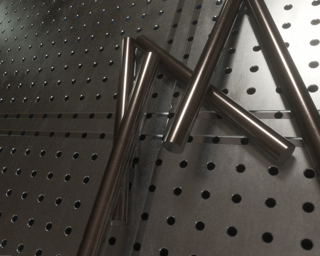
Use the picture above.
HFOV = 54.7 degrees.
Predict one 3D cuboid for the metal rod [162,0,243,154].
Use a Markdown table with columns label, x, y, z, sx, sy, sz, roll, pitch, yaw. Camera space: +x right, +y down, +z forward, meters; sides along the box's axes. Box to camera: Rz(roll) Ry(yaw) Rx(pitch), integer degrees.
| label | x | y | z | sx | sy | sz | roll | pitch | yaw |
| --- | --- | --- | --- | --- | --- | --- | --- | --- | --- |
| metal rod | 0.069 | -0.099 | 0.406 | 0.025 | 0.025 | 0.300 | 6 | 57 | 30 |

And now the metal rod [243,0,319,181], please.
| label | x | y | z | sx | sy | sz | roll | pitch | yaw |
| --- | --- | --- | --- | --- | --- | --- | --- | --- | --- |
| metal rod | 0.150 | -0.070 | 0.371 | 0.025 | 0.025 | 0.299 | -19 | 54 | 17 |

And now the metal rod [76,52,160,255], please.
| label | x | y | z | sx | sy | sz | roll | pitch | yaw |
| --- | --- | --- | --- | --- | --- | --- | --- | --- | --- |
| metal rod | -0.046 | 0.027 | 0.384 | 0.025 | 0.025 | 0.300 | -1 | 59 | 27 |

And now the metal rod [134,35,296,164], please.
| label | x | y | z | sx | sy | sz | roll | pitch | yaw |
| --- | --- | --- | --- | --- | --- | --- | --- | --- | --- |
| metal rod | 0.050 | -0.057 | 0.415 | 0.025 | 0.025 | 0.300 | -43 | 51 | -1 |

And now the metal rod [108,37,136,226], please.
| label | x | y | z | sx | sy | sz | roll | pitch | yaw |
| --- | --- | --- | --- | --- | --- | --- | --- | --- | --- |
| metal rod | -0.051 | -0.016 | 0.443 | 0.025 | 0.025 | 0.299 | -13 | 56 | 20 |
